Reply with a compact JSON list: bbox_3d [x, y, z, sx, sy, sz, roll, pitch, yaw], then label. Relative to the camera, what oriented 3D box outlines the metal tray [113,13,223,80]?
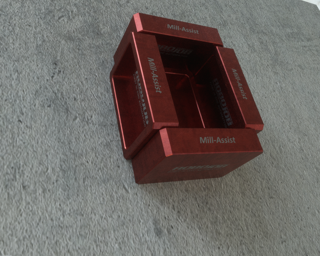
[{"bbox_3d":[0.011,-0.107,0.436,0.131,0.090,0.030,1,62,-28],"label":"metal tray"}]

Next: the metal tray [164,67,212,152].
[{"bbox_3d":[0.016,-0.023,0.426,0.091,0.030,0.130,1,61,-28],"label":"metal tray"}]

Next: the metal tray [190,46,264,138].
[{"bbox_3d":[0.083,-0.036,0.432,0.030,0.090,0.130,1,61,-28],"label":"metal tray"}]

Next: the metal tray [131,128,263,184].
[{"bbox_3d":[0.043,0.034,0.367,0.131,0.090,0.030,1,62,-28],"label":"metal tray"}]

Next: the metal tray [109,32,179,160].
[{"bbox_3d":[-0.025,-0.037,0.374,0.030,0.090,0.130,1,61,-28],"label":"metal tray"}]
